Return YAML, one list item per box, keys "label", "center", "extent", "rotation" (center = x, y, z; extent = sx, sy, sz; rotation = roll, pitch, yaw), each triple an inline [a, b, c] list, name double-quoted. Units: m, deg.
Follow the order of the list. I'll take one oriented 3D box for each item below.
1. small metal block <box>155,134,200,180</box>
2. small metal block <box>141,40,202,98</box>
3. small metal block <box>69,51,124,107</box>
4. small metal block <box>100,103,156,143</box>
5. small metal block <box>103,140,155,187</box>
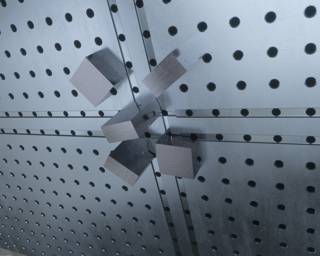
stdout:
- label: "small metal block"
  center: [0.025, 0.039, 0.421]
  extent: [0.050, 0.025, 0.050]
  rotation: [6, 121, 24]
- label: "small metal block"
  center: [0.014, -0.066, 0.346]
  extent: [0.025, 0.050, 0.050]
  rotation: [48, 129, -5]
- label: "small metal block"
  center: [-0.086, -0.064, 0.415]
  extent: [0.050, 0.025, 0.050]
  rotation: [46, 129, -4]
- label: "small metal block"
  center: [-0.041, -0.006, 0.411]
  extent: [0.050, 0.050, 0.025]
  rotation: [-11, 113, 32]
- label: "small metal block"
  center: [-0.044, 0.048, 0.446]
  extent: [0.050, 0.050, 0.025]
  rotation: [34, 129, 5]
